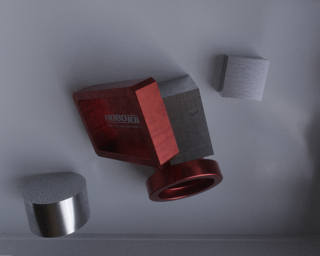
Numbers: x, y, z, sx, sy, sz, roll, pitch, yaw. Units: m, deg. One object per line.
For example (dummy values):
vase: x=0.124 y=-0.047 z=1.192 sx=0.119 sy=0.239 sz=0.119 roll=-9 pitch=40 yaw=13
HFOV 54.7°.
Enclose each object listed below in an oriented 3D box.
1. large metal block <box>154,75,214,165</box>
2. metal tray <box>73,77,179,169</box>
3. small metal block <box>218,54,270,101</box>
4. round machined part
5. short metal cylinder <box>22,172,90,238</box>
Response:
large metal block: x=0.025 y=-0.013 z=0.377 sx=0.050 sy=0.080 sz=0.080 roll=-15 pitch=110 yaw=3
metal tray: x=-0.044 y=-0.007 z=0.358 sx=0.030 sy=0.130 sz=0.089 roll=-32 pitch=112 yaw=-36
small metal block: x=0.104 y=-0.064 z=0.389 sx=0.050 sy=0.025 sz=0.050 roll=5 pitch=110 yaw=-3
round machined part: x=0.029 y=0.060 z=0.407 sx=0.099 sy=0.042 sz=0.098 roll=-13 pitch=154 yaw=-6
short metal cylinder: x=-0.138 y=0.101 z=0.417 sx=0.081 sy=0.080 sz=0.050 roll=-2 pitch=110 yaw=0
